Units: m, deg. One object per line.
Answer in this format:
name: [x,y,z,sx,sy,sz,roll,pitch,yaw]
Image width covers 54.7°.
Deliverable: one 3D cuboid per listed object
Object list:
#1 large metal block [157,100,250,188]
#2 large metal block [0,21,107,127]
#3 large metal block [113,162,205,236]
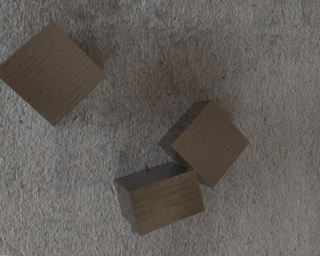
large metal block: [0.058,0.020,0.417,0.080,0.050,0.080,46,76,-14]
large metal block: [-0.121,-0.058,0.351,0.080,0.050,0.080,46,76,-15]
large metal block: [-0.004,0.081,0.378,0.081,0.080,0.050,-15,96,-19]
